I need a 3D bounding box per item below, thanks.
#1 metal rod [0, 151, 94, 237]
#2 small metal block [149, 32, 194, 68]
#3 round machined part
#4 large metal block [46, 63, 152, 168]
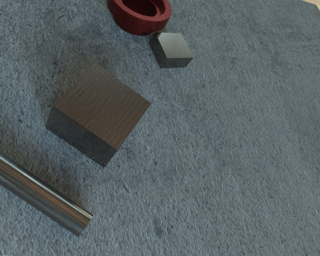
[{"bbox_3d":[-0.194,0.008,0.293,0.301,0.025,0.025,36,51,-5],"label":"metal rod"},{"bbox_3d":[0.017,-0.123,0.490,0.050,0.025,0.050,-10,67,-33],"label":"small metal block"},{"bbox_3d":[-0.035,-0.182,0.483,0.099,0.042,0.098,13,52,-17],"label":"round machined part"},{"bbox_3d":[-0.070,-0.015,0.360,0.080,0.050,0.080,36,51,-5],"label":"large metal block"}]
